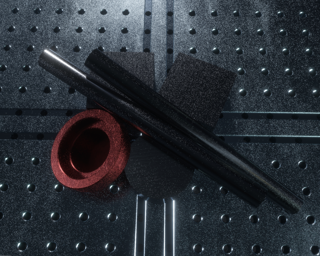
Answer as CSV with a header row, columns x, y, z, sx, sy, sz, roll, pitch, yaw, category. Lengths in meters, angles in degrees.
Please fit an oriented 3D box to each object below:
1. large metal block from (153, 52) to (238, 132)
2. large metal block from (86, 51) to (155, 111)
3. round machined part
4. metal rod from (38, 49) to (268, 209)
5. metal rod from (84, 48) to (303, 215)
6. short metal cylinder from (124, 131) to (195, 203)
x,y,z,sx,sy,sz,roll,pitch,yaw,category
0.045,-0.042,0.409,0.080,0.050,0.080,23,72,8,large metal block
-0.048,-0.053,0.410,0.081,0.050,0.080,1,70,0,large metal block
-0.079,0.030,0.375,0.098,0.042,0.098,-10,65,21,round machined part
-0.016,-0.005,0.355,0.301,0.025,0.025,33,73,10,metal rod
0.042,0.006,0.366,0.301,0.025,0.025,36,73,-3,metal rod
0.000,0.049,0.376,0.081,0.050,0.080,0,70,0,short metal cylinder
